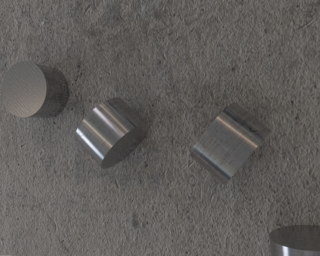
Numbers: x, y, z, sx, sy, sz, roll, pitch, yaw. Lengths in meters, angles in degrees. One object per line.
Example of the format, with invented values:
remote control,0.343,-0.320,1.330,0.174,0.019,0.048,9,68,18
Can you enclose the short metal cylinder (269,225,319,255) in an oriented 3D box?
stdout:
short metal cylinder,0.159,0.139,0.324,0.080,0.080,0.050,-5,88,20

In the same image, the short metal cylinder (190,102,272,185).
short metal cylinder,0.079,0.018,0.352,0.050,0.080,0.080,41,103,15

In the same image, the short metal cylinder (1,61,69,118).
short metal cylinder,-0.185,-0.055,0.461,0.080,0.050,0.080,0,90,20

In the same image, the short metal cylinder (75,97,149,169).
short metal cylinder,-0.061,0.007,0.401,0.050,0.080,0.080,45,104,14
